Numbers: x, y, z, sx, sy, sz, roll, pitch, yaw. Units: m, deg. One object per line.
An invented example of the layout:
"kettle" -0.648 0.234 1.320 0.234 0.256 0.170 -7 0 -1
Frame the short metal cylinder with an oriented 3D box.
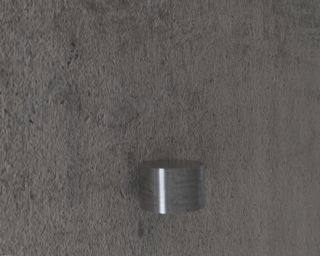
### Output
"short metal cylinder" 0.015 0.068 0.380 0.081 0.080 0.050 -2 92 -40
